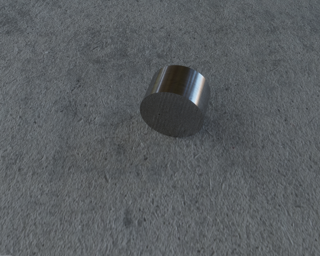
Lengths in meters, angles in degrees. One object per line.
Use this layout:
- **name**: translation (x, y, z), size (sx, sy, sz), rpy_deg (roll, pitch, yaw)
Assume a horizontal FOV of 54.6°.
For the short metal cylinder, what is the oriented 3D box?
- **short metal cylinder**: translation (0.020, -0.033, 0.395), size (0.080, 0.080, 0.050), rpy_deg (12, 51, 10)
